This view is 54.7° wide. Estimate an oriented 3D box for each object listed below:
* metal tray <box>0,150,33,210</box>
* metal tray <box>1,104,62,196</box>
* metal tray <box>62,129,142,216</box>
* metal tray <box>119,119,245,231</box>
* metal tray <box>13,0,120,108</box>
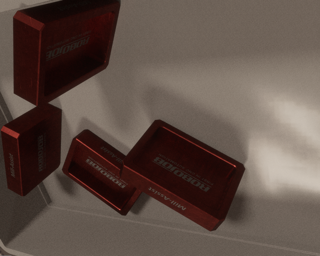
[{"bbox_3d":[-0.331,0.108,0.646,0.090,0.030,0.129,-3,117,29],"label":"metal tray"},{"bbox_3d":[-0.198,0.034,0.489,0.030,0.090,0.129,25,127,13],"label":"metal tray"},{"bbox_3d":[-0.087,0.072,0.493,0.130,0.030,0.089,35,129,5],"label":"metal tray"},{"bbox_3d":[0.029,0.053,0.380,0.130,0.090,0.030,29,138,9],"label":"metal tray"},{"bbox_3d":[-0.097,-0.089,0.335,0.030,0.131,0.089,28,128,10],"label":"metal tray"}]
